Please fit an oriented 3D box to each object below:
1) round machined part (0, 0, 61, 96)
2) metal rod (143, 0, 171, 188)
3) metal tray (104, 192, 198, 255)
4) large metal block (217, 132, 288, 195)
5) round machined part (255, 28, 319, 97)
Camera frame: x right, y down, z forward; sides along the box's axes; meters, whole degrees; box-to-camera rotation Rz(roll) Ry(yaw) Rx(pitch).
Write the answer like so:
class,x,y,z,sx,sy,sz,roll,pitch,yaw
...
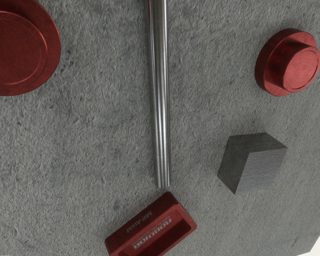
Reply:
class,x,y,z,sx,sy,sz,roll,pitch,yaw
round machined part,-0.139,-0.073,0.275,0.099,0.042,0.097,-14,125,-21
metal rod,-0.001,-0.045,0.380,0.025,0.025,0.298,-16,125,-20
metal tray,-0.012,0.173,0.505,0.130,0.030,0.090,-37,130,-4
large metal block,0.150,0.057,0.511,0.081,0.050,0.079,-4,121,-27
round machined part,0.190,-0.090,0.447,0.099,0.042,0.097,-14,125,-21
